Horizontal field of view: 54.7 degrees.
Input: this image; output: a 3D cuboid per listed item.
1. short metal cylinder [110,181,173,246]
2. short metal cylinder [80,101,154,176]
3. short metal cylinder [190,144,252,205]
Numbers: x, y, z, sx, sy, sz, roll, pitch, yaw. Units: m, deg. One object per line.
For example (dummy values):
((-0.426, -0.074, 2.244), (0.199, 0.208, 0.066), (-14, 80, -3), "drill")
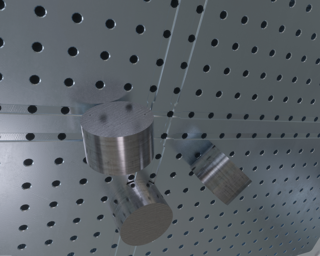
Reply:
((-0.028, 0.125, 0.457), (0.081, 0.050, 0.079), (-14, 124, -21), "short metal cylinder")
((-0.047, 0.009, 0.356), (0.081, 0.080, 0.050), (-14, 124, -21), "short metal cylinder")
((0.091, 0.070, 0.468), (0.050, 0.080, 0.080), (-46, 129, 3), "short metal cylinder")
